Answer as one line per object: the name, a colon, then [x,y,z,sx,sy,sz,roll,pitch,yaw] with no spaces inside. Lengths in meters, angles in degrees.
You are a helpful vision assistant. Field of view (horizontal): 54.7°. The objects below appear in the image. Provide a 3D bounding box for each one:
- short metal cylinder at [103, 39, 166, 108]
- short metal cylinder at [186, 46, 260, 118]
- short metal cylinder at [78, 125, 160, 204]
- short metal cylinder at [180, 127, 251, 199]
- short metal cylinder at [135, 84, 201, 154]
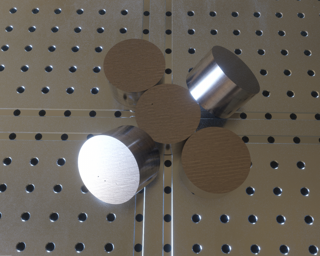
short metal cylinder: [-0.033,-0.074,0.425,0.081,0.050,0.080,0,70,0]
short metal cylinder: [0.081,-0.059,0.399,0.080,0.050,0.080,26,40,-24]
short metal cylinder: [-0.047,0.041,0.361,0.080,0.050,0.079,7,106,24]
short metal cylinder: [0.065,0.044,0.383,0.081,0.050,0.080,0,70,0]
short metal cylinder: [0.010,-0.010,0.402,0.081,0.050,0.080,0,70,0]
